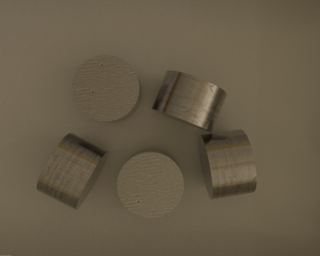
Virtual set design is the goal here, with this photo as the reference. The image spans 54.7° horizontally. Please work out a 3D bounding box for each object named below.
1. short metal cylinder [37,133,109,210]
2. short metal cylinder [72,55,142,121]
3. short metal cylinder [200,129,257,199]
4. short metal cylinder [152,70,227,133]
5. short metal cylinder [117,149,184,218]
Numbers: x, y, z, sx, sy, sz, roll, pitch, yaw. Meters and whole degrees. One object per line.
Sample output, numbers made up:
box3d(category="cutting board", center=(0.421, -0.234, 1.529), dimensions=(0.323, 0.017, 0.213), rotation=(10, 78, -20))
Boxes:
box3d(category="short metal cylinder", center=(-0.105, 0.052, 0.380), dimensions=(0.050, 0.080, 0.080), rotation=(27, 90, -1))
box3d(category="short metal cylinder", center=(-0.065, -0.048, 0.396), dimensions=(0.081, 0.050, 0.079), rotation=(0, 90, -1))
box3d(category="short metal cylinder", center=(0.081, 0.044, 0.383), dimensions=(0.050, 0.080, 0.080), rotation=(-9, 90, 0))
box3d(category="short metal cylinder", center=(0.036, -0.032, 0.384), dimensions=(0.080, 0.080, 0.050), rotation=(22, 90, -1))
box3d(category="short metal cylinder", center=(-0.011, 0.069, 0.397), dimensions=(0.081, 0.050, 0.079), rotation=(0, 90, -1))
